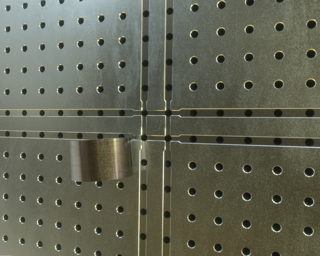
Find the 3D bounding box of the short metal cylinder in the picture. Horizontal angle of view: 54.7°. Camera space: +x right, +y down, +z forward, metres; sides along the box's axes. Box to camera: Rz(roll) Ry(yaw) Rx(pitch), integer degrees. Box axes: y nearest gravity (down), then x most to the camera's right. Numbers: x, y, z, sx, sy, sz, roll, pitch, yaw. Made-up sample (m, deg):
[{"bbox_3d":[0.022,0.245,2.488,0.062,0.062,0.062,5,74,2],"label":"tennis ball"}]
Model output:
[{"bbox_3d":[-0.077,0.039,0.409,0.080,0.080,0.050,-4,89,19],"label":"short metal cylinder"}]
